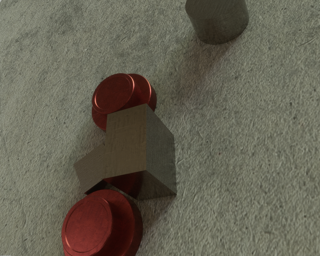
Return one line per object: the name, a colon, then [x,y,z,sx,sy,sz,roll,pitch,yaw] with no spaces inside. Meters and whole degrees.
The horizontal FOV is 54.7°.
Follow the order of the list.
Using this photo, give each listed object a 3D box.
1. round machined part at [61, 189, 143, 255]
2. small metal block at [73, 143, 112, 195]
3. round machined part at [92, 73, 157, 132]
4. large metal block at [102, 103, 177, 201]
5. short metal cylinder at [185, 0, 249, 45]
round machined part: [-0.073,0.117,0.358,0.098,0.042,0.098,-13,56,20]
small metal block: [-0.081,0.056,0.410,0.050,0.025,0.050,-37,51,3]
round machined part: [-0.058,-0.040,0.446,0.098,0.042,0.098,-13,56,20]
large metal block: [-0.020,0.031,0.359,0.050,0.080,0.080,-14,56,20]
short metal cylinder: [0.083,-0.168,0.447,0.080,0.050,0.080,-13,56,20]
